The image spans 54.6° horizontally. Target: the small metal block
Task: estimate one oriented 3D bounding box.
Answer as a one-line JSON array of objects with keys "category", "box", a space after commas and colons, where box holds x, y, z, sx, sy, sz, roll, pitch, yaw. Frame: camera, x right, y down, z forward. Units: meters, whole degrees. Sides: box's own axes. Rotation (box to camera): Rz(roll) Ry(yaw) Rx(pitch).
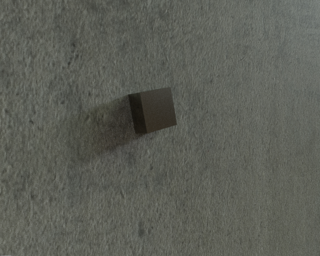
[{"category": "small metal block", "box": [-0.009, -0.023, 0.396, 0.050, 0.025, 0.050, -16, 101, -39]}]
